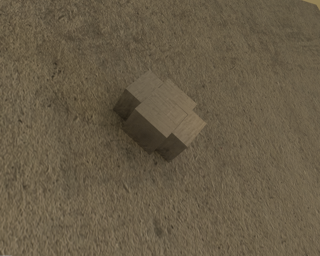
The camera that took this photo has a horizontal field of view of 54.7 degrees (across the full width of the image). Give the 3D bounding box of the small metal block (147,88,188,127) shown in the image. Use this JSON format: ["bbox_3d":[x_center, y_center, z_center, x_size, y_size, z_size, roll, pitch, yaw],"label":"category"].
[{"bbox_3d":[-0.001,-0.015,0.399,0.050,0.050,0.025,43,51,0],"label":"small metal block"}]

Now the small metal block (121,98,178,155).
[{"bbox_3d":[-0.014,-0.001,0.383,0.050,0.050,0.025,43,51,0],"label":"small metal block"}]

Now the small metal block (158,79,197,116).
[{"bbox_3d":[0.013,-0.029,0.415,0.050,0.050,0.025,42,51,0],"label":"small metal block"}]

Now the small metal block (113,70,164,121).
[{"bbox_3d":[-0.028,-0.041,0.399,0.025,0.050,0.050,43,51,1],"label":"small metal block"}]

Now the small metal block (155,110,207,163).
[{"bbox_3d":[0.026,0.011,0.397,0.025,0.050,0.050,43,51,1],"label":"small metal block"}]
